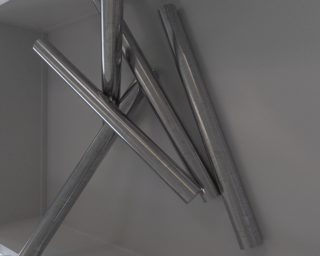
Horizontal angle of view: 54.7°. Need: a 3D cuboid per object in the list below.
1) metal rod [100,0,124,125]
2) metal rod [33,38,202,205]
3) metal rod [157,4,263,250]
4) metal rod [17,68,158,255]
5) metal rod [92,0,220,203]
[{"bbox_3d":[-0.058,-0.097,0.368,0.025,0.025,0.298,44,144,31],"label":"metal rod"},{"bbox_3d":[-0.065,-0.021,0.391,0.300,0.025,0.025,43,117,19],"label":"metal rod"},{"bbox_3d":[0.053,-0.014,0.363,0.025,0.025,0.299,-28,72,36],"label":"metal rod"},{"bbox_3d":[-0.093,0.047,0.409,0.025,0.025,0.299,30,85,36],"label":"metal rod"},{"bbox_3d":[-0.009,-0.048,0.387,0.025,0.025,0.299,-37,75,34],"label":"metal rod"}]
